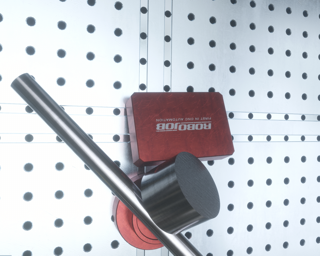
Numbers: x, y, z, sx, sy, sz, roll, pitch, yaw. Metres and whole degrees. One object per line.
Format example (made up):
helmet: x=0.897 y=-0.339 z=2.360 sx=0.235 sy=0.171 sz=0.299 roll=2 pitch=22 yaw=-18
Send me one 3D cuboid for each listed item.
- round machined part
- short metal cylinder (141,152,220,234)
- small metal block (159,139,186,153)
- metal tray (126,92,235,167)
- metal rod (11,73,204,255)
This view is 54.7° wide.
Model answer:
round machined part: x=-0.009 y=0.110 z=0.402 sx=0.099 sy=0.042 sz=0.097 roll=0 pitch=90 yaw=-20
short metal cylinder: x=0.024 y=0.074 z=0.355 sx=0.050 sy=0.080 sz=0.080 roll=-34 pitch=106 yaw=28
small metal block: x=0.025 y=0.015 z=0.423 sx=0.050 sy=0.025 sz=0.050 roll=-10 pitch=94 yaw=-20
metal tray: x=0.027 y=-0.001 z=0.407 sx=0.131 sy=0.030 sz=0.090 roll=-3 pitch=73 yaw=-20
metal rod: x=-0.057 y=0.054 z=0.359 sx=0.025 sy=0.025 sz=0.300 roll=-44 pitch=92 yaw=-15
